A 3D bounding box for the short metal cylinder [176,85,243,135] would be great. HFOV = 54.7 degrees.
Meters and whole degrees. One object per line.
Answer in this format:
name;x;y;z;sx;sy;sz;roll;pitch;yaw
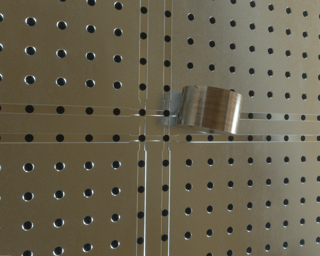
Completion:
short metal cylinder;0.065;-0.021;0.409;0.081;0.080;0.050;12;86;-20
